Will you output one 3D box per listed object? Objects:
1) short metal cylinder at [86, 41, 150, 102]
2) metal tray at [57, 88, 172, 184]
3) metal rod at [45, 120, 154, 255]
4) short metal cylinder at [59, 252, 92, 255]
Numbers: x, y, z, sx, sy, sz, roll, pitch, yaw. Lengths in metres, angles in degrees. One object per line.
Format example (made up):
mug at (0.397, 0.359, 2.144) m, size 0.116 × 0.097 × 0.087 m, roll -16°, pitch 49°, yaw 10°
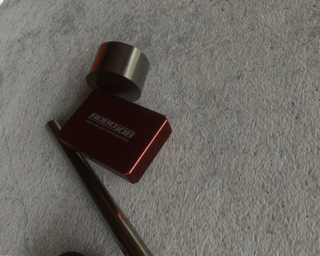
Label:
short metal cylinder at (-0.060, -0.079, 0.448) m, size 0.080 × 0.080 × 0.050 m, roll 1°, pitch 62°, yaw 28°
metal tray at (-0.061, 0.006, 0.413) m, size 0.130 × 0.030 × 0.090 m, roll 24°, pitch 68°, yaw 29°
metal rod at (-0.086, 0.077, 0.401) m, size 0.025 × 0.025 × 0.300 m, roll -45°, pitch 51°, yaw -3°
short metal cylinder at (-0.084, 0.176, 0.324) m, size 0.080 × 0.050 × 0.080 m, roll -13°, pitch 56°, yaw 21°
